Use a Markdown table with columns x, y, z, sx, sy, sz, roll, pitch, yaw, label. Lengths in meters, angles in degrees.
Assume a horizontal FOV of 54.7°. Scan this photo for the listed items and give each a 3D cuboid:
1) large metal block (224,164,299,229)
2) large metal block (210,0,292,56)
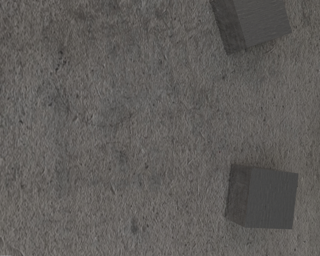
| x | y | z | sx | sy | sz | roll | pitch | yaw | label |
| --- | --- | --- | --- | --- | --- | --- | --- | --- | --- |
| 0.147 | 0.098 | 0.450 | 0.081 | 0.050 | 0.080 | 9 | 87 | -20 | large metal block |
| 0.130 | -0.158 | 0.443 | 0.081 | 0.050 | 0.080 | -21 | 97 | -19 | large metal block |
